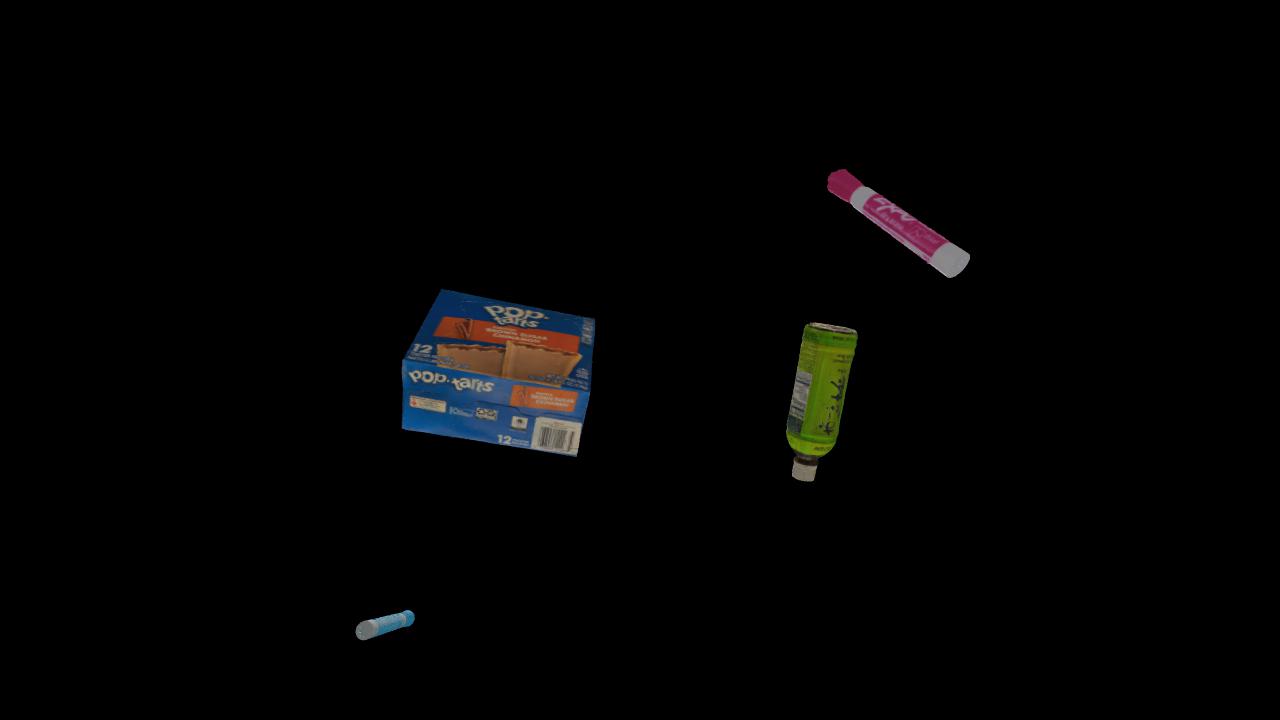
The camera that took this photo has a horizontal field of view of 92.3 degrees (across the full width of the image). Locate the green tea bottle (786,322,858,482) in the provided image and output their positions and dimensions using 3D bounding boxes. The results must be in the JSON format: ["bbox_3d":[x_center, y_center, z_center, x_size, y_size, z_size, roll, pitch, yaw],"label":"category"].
[{"bbox_3d":[0.236,0.058,0.822,0.073,0.212,0.073,9,12,-2],"label":"green tea bottle"}]

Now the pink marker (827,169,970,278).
[{"bbox_3d":[0.175,-0.099,0.429,0.020,0.020,0.121,0,40,-41],"label":"pink marker"}]

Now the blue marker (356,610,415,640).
[{"bbox_3d":[-0.285,0.299,0.697,0.020,0.020,0.121,0,-17,2],"label":"blue marker"}]

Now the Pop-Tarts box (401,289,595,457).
[{"bbox_3d":[-0.134,0.009,0.615,0.167,0.083,0.141,11,31,-8],"label":"Pop-Tarts box"}]
